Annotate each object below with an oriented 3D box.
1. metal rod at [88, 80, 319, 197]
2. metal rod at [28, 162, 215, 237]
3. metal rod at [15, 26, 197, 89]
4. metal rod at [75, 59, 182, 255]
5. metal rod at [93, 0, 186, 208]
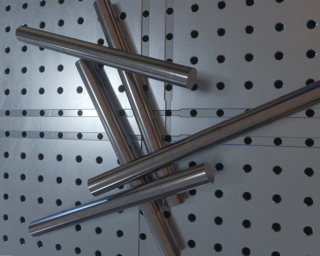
[{"bbox_3d":[0.048,0.017,0.375,0.301,0.025,0.025,-24,82,10],"label":"metal rod"},{"bbox_3d":[-0.068,0.103,0.414,0.300,0.025,0.025,-23,83,26],"label":"metal rod"},{"bbox_3d":[-0.090,-0.102,0.420,0.300,0.025,0.025,20,97,27],"label":"metal rod"},{"bbox_3d":[-0.047,0.037,0.428,0.025,0.025,0.299,-29,81,17],"label":"metal rod"},{"bbox_3d":[-0.030,-0.039,0.422,0.025,0.025,0.299,-23,83,18],"label":"metal rod"}]
